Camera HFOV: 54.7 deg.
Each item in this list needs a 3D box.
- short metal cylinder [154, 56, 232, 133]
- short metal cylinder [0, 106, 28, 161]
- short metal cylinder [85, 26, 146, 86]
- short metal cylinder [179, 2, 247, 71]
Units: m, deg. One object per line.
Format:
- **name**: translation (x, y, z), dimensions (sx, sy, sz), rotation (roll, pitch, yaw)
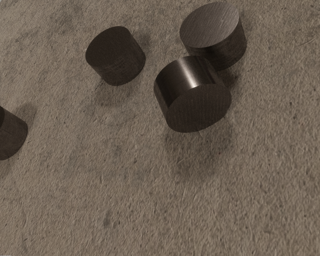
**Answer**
- **short metal cylinder**: translation (0.038, -0.039, 0.372), dimensions (0.080, 0.080, 0.050), rotation (-29, 52, 10)
- **short metal cylinder**: translation (-0.274, 0.009, 0.523), dimensions (0.080, 0.050, 0.080), rotation (-13, 56, 20)
- **short metal cylinder**: translation (-0.070, -0.114, 0.493), dimensions (0.080, 0.050, 0.080), rotation (-13, 56, 20)
- **short metal cylinder**: translation (0.073, -0.124, 0.425), dimensions (0.080, 0.050, 0.080), rotation (-13, 56, 20)
